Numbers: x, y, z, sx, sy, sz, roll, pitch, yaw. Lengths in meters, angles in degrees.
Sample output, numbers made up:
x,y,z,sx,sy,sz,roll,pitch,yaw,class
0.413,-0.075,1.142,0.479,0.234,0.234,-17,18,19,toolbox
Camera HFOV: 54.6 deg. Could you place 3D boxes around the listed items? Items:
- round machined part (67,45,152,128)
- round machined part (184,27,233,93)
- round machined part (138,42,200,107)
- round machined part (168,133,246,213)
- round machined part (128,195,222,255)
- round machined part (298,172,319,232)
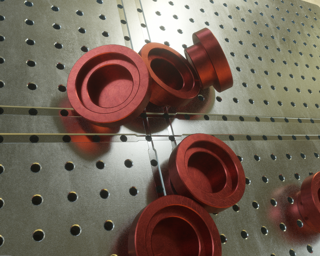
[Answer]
x,y,z,sx,sy,sz,roll,pitch,yaw,class
-0.057,-0.047,0.375,0.098,0.042,0.098,-2,74,8,round machined part
0.069,-0.097,0.470,0.042,0.098,0.098,-26,72,4,round machined part
0.005,-0.069,0.433,0.099,0.042,0.098,23,45,-25,round machined part
0.054,0.059,0.387,0.099,0.042,0.098,15,52,-20,round machined part
0.012,0.124,0.328,0.099,0.042,0.098,13,56,-21,round machined part
0.245,0.116,0.458,0.099,0.042,0.098,13,56,-21,round machined part
